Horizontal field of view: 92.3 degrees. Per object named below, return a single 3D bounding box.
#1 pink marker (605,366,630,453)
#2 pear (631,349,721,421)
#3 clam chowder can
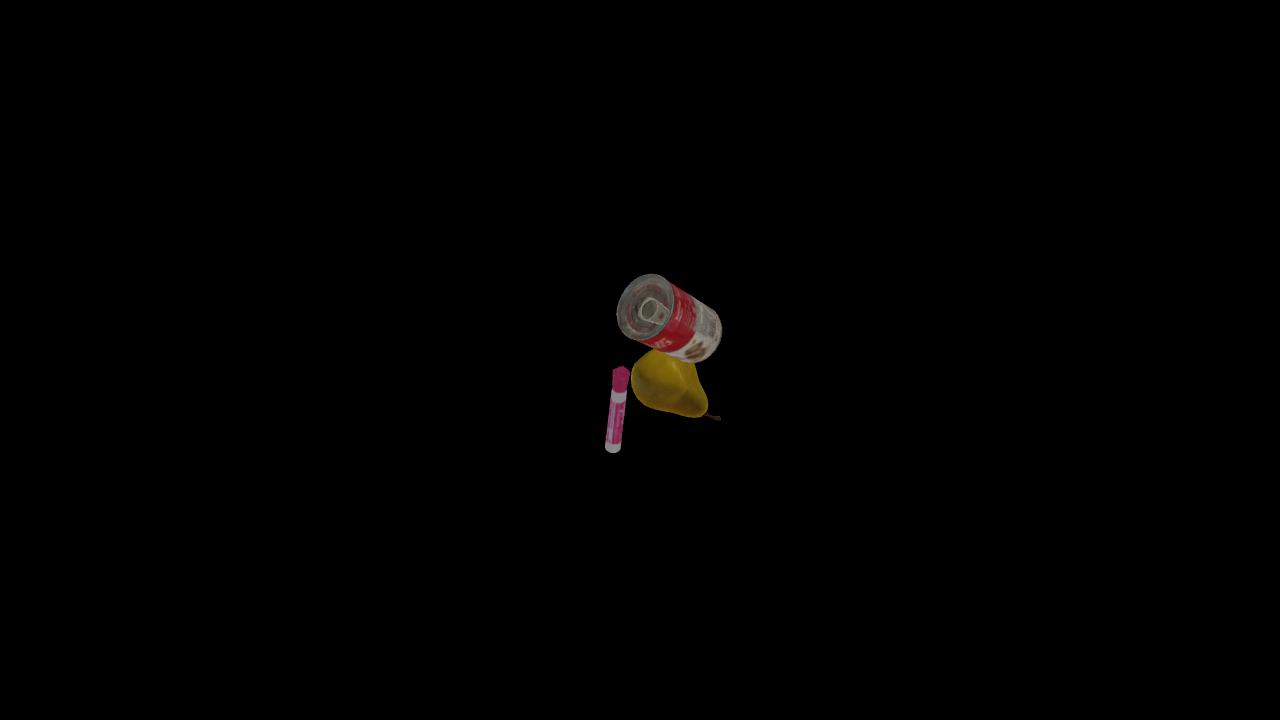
[{"bbox_3d":[-0.026,0.056,0.686,0.020,0.121,0.020,5,38,-4],"label":"pink marker"},{"bbox_3d":[0.042,0.037,0.699,0.080,0.111,0.080,-39,-7,-6],"label":"pear"},{"bbox_3d":[0.033,-0.040,0.632,0.068,0.068,0.102,0,-13,36],"label":"clam chowder can"}]
